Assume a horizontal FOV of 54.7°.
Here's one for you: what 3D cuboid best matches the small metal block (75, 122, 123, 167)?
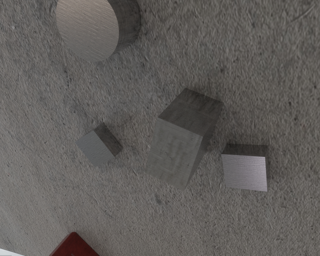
[{"bbox_3d":[-0.093,0.026,0.472,0.050,0.025,0.050,-28,103,37],"label":"small metal block"}]

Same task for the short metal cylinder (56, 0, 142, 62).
[{"bbox_3d":[-0.068,-0.122,0.352,0.080,0.050,0.079,13,124,21],"label":"short metal cylinder"}]

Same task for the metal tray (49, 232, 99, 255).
[{"bbox_3d":[-0.165,0.291,0.631,0.130,0.090,0.030,47,129,-5],"label":"metal tray"}]

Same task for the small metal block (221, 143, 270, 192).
[{"bbox_3d":[0.106,0.048,0.380,0.050,0.025,0.050,2,119,27],"label":"small metal block"}]

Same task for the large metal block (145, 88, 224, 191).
[{"bbox_3d":[0.029,0.011,0.363,0.050,0.080,0.079,24,127,14],"label":"large metal block"}]
